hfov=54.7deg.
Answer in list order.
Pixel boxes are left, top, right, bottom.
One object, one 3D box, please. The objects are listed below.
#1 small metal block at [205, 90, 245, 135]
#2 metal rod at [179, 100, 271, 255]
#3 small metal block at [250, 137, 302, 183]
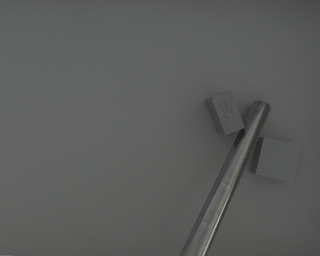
[{"bbox_3d":[0.082,-0.019,0.400,0.025,0.050,0.050,-21,90,0],"label":"small metal block"},{"bbox_3d":[0.064,0.085,0.348,0.025,0.025,0.301,33,63,0],"label":"metal rod"},{"bbox_3d":[0.154,0.042,0.414,0.050,0.025,0.050,13,90,-1],"label":"small metal block"}]
